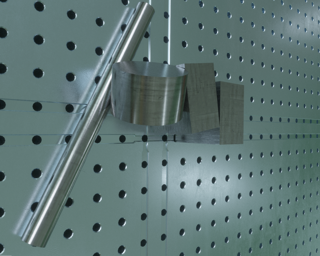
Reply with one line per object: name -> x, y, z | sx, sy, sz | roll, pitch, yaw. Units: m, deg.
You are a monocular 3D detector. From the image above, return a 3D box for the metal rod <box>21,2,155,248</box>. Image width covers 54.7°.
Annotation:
metal rod -> -0.072, -0.019, 0.350 | 0.025, 0.025, 0.299 | 35, 69, -35

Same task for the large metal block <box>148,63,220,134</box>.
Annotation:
large metal block -> 0.025, -0.037, 0.396 | 0.050, 0.080, 0.079 | -12, 98, -40

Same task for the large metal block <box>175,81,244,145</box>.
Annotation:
large metal block -> 0.068, -0.019, 0.433 | 0.050, 0.080, 0.079 | 1, 89, -41

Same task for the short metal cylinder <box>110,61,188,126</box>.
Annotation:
short metal cylinder -> -0.012, -0.040, 0.337 | 0.081, 0.080, 0.050 | -13, 118, -40
